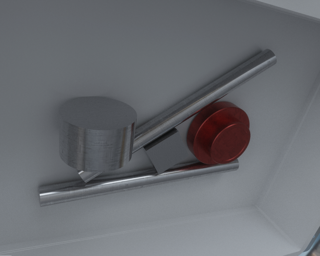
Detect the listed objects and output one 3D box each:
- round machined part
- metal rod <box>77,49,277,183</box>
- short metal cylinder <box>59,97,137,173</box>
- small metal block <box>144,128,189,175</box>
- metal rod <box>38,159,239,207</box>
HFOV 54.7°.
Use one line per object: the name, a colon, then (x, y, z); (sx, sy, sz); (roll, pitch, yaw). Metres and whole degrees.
round machined part: (0.093, 0.014, 0.455); (0.099, 0.042, 0.097); (-14, 125, -21)
metal rod: (0.027, -0.020, 0.411); (0.301, 0.025, 0.025); (-32, 129, -8)
short metal cylinder: (-0.068, 0.005, 0.339); (0.081, 0.080, 0.050); (-5, 121, -26)
small metal block: (0.006, 0.029, 0.429); (0.050, 0.025, 0.050); (-31, 129, -8)
metal rod: (-0.013, 0.071, 0.446); (0.303, 0.025, 0.025); (-5, 121, -26)
